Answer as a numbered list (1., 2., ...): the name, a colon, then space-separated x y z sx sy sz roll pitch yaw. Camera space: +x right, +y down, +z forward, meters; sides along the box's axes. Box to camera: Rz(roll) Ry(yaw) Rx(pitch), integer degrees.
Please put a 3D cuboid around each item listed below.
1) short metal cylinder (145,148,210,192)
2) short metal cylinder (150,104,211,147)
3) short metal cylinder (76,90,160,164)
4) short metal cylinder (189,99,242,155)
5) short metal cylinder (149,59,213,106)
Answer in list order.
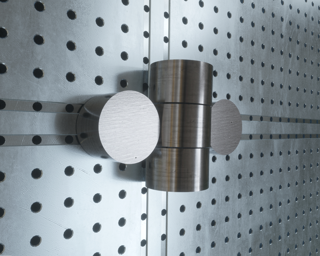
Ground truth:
1. short metal cylinder: 0.022 0.049 0.393 0.081 0.080 0.050 2 89 -40
2. short metal cylinder: 0.025 -0.002 0.395 0.081 0.080 0.050 2 89 -40
3. short metal cylinder: -0.047 -0.001 0.354 0.081 0.050 0.079 0 90 -40
4. short metal cylinder: 0.077 -0.001 0.459 0.081 0.050 0.079 0 90 -40
5. short metal cylinder: 0.027 -0.053 0.397 0.081 0.080 0.050 3 88 -40
